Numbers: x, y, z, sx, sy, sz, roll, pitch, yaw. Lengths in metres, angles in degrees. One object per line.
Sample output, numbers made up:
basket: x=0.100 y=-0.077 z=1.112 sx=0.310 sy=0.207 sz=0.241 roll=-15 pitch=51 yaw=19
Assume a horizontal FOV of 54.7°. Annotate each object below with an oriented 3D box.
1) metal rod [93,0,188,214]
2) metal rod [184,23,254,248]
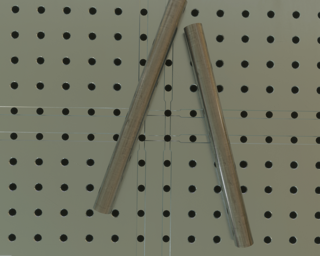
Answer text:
metal rod: x=-0.026 y=-0.031 z=0.413 sx=0.025 sy=0.025 sz=0.299 roll=20 pitch=90 yaw=-1
metal rod: x=0.078 y=0.010 z=0.414 sx=0.025 sy=0.025 sz=0.298 roll=-13 pitch=90 yaw=0
